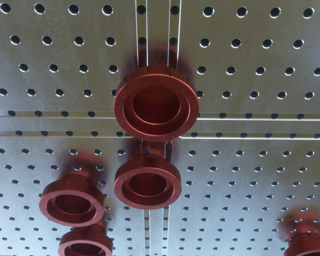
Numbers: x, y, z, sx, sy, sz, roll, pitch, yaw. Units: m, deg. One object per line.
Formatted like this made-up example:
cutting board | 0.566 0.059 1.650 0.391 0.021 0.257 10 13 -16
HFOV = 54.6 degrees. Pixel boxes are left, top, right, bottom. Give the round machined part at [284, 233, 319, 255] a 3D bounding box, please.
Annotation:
round machined part | 0.293 0.243 0.609 0.099 0.042 0.097 0 130 0

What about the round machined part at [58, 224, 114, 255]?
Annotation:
round machined part | -0.137 0.217 0.584 0.099 0.042 0.097 0 130 0

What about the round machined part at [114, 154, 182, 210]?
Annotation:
round machined part | -0.018 0.077 0.466 0.099 0.042 0.097 0 130 0

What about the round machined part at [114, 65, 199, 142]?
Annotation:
round machined part | -0.004 -0.033 0.372 0.099 0.042 0.097 0 130 0

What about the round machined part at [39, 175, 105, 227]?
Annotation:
round machined part | -0.137 0.113 0.495 0.099 0.042 0.097 0 130 0
